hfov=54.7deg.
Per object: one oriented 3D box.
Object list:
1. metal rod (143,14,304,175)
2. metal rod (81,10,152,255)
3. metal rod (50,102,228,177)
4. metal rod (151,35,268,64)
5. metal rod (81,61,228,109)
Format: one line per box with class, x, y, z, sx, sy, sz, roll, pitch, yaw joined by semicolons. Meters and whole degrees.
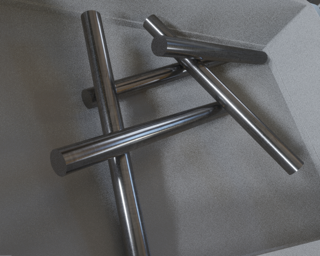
metal rod;0.083;-0.054;0.443;0.300;0.025;0.025;47;51;11
metal rod;-0.054;-0.002;0.353;0.025;0.025;0.299;-4;71;-30
metal rod;0.011;-0.002;0.376;0.302;0.025;0.025;-18;71;-47
metal rod;0.096;-0.116;0.479;0.302;0.025;0.025;-11;67;-49
metal rod;0.022;-0.085;0.468;0.302;0.025;0.025;-24;75;-37
